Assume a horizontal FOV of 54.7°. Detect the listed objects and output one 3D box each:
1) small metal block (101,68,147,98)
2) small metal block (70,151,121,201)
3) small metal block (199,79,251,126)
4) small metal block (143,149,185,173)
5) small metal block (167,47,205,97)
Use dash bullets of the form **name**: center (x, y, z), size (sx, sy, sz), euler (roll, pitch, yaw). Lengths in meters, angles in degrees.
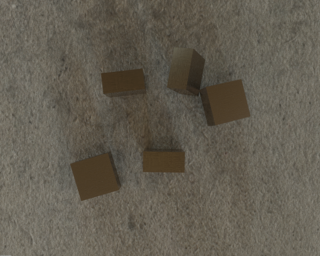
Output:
- **small metal block**: center (-0.045, -0.056, 0.397), size (0.050, 0.050, 0.025), euler (-7, 90, 0)
- **small metal block**: center (-0.084, 0.063, 0.409), size (0.050, 0.025, 0.050), euler (-16, 90, -1)
- **small metal block**: center (0.085, -0.033, 0.406), size (0.050, 0.025, 0.050), euler (-14, 90, -13)
- **small metal block**: center (0.005, 0.041, 0.398), size (0.050, 0.050, 0.025), euler (1, 90, -1)
- **small metal block**: center (0.034, -0.070, 0.395), size (0.025, 0.050, 0.050), euler (10, 90, 24)
